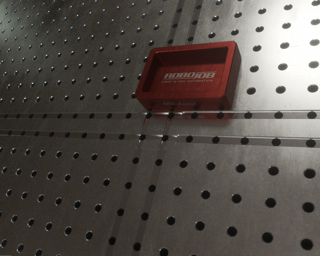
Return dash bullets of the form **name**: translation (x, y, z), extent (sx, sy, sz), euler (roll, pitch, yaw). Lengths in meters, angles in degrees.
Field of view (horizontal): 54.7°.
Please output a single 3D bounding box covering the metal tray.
- **metal tray**: translation (0.038, -0.071, 0.427), extent (0.130, 0.030, 0.090), euler (3, 63, 29)
